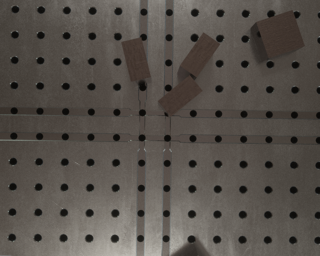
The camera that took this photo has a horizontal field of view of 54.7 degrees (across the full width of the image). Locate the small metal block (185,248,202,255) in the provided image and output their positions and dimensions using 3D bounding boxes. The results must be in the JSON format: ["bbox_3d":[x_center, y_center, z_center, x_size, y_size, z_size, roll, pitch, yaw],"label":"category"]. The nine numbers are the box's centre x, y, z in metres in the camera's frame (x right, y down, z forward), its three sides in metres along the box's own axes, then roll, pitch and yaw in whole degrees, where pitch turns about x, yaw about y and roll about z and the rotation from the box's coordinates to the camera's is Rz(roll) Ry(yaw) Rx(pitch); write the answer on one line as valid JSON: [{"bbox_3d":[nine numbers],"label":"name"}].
[{"bbox_3d":[0.044,0.200,0.414,0.050,0.025,0.050,-36,90,0],"label":"small metal block"}]

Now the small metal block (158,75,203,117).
[{"bbox_3d":[0.025,-0.039,0.401,0.050,0.050,0.025,-39,90,0],"label":"small metal block"}]

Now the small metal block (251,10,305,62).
[{"bbox_3d":[0.157,-0.122,0.415,0.050,0.025,0.050,-19,90,-1],"label":"small metal block"}]

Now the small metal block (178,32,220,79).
[{"bbox_3d":[0.049,-0.089,0.402,0.025,0.050,0.050,35,90,-1],"label":"small metal block"}]

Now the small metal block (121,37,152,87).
[{"bbox_3d":[-0.029,-0.083,0.400,0.025,0.050,0.050,-14,90,0],"label":"small metal block"}]
